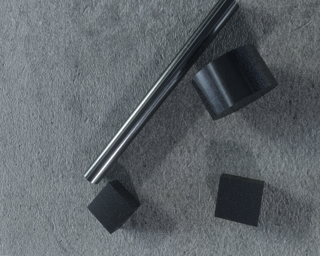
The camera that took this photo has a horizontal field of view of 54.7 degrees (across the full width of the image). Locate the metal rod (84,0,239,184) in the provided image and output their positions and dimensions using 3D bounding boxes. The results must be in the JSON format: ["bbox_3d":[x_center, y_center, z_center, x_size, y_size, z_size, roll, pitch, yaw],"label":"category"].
[{"bbox_3d":[-0.005,-0.042,0.409,0.025,0.025,0.299,42,103,15],"label":"metal rod"}]

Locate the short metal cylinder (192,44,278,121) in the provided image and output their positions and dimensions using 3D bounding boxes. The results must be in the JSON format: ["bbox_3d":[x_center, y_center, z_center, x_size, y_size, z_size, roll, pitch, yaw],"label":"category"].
[{"bbox_3d":[0.083,-0.050,0.350,0.080,0.080,0.050,-31,80,17],"label":"short metal cylinder"}]

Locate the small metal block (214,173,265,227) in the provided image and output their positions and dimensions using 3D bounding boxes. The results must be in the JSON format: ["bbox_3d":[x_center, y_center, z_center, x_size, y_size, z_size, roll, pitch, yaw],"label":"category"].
[{"bbox_3d":[0.096,0.086,0.375,0.050,0.025,0.050,9,93,19],"label":"small metal block"}]

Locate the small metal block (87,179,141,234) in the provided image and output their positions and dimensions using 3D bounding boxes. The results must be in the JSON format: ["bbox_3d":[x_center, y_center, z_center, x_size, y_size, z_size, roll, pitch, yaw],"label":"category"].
[{"bbox_3d":[-0.064,0.109,0.430,0.050,0.025,0.050,44,103,14],"label":"small metal block"}]
